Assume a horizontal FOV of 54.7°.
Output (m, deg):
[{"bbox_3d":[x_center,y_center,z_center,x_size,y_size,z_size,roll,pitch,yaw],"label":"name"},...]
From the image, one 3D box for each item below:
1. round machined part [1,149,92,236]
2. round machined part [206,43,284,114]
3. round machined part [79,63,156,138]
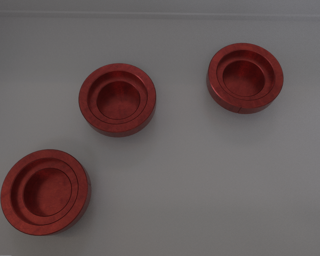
[{"bbox_3d":[-0.131,0.078,0.371,0.099,0.042,0.098,0,70,0],"label":"round machined part"},{"bbox_3d":[0.112,-0.063,0.424,0.099,0.042,0.098,0,70,0],"label":"round machined part"},{"bbox_3d":[-0.054,-0.033,0.412,0.099,0.042,0.098,0,70,0],"label":"round machined part"}]
